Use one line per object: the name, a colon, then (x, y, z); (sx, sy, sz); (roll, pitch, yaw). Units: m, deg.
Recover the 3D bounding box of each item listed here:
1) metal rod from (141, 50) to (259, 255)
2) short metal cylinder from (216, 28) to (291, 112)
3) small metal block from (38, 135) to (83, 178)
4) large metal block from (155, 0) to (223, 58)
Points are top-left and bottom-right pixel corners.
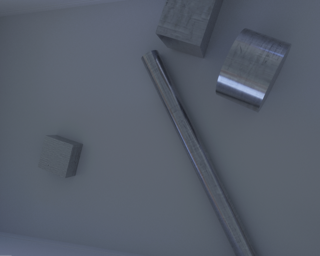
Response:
metal rod: (0.050, 0.036, 0.392); (0.025, 0.025, 0.299); (-28, 81, 17)
short metal cylinder: (0.103, -0.064, 0.345); (0.050, 0.080, 0.080); (27, 99, 18)
small metal block: (-0.148, 0.041, 0.461); (0.050, 0.025, 0.050); (16, 95, 19)
large metal block: (0.038, -0.134, 0.363); (0.050, 0.080, 0.080); (19, 97, 9)
